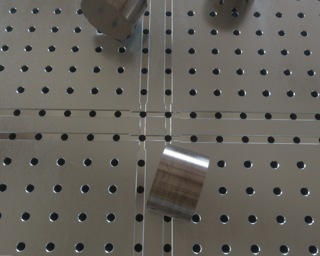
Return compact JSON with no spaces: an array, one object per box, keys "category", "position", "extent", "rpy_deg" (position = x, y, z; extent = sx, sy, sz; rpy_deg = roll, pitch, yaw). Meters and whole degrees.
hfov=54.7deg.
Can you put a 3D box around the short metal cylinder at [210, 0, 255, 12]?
[{"category":"short metal cylinder","position":[0.117,-0.231,0.484],"extent":[0.081,0.050,0.080],"rpy_deg":[0,70,0]}]

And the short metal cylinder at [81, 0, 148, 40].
[{"category":"short metal cylinder","position":[-0.065,-0.174,0.445],"extent":[0.080,0.080,0.050],"rpy_deg":[24,72,8]}]

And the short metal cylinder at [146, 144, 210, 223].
[{"category":"short metal cylinder","position":[0.021,0.063,0.360],"extent":[0.050,0.080,0.080],"rpy_deg":[18,71,6]}]
